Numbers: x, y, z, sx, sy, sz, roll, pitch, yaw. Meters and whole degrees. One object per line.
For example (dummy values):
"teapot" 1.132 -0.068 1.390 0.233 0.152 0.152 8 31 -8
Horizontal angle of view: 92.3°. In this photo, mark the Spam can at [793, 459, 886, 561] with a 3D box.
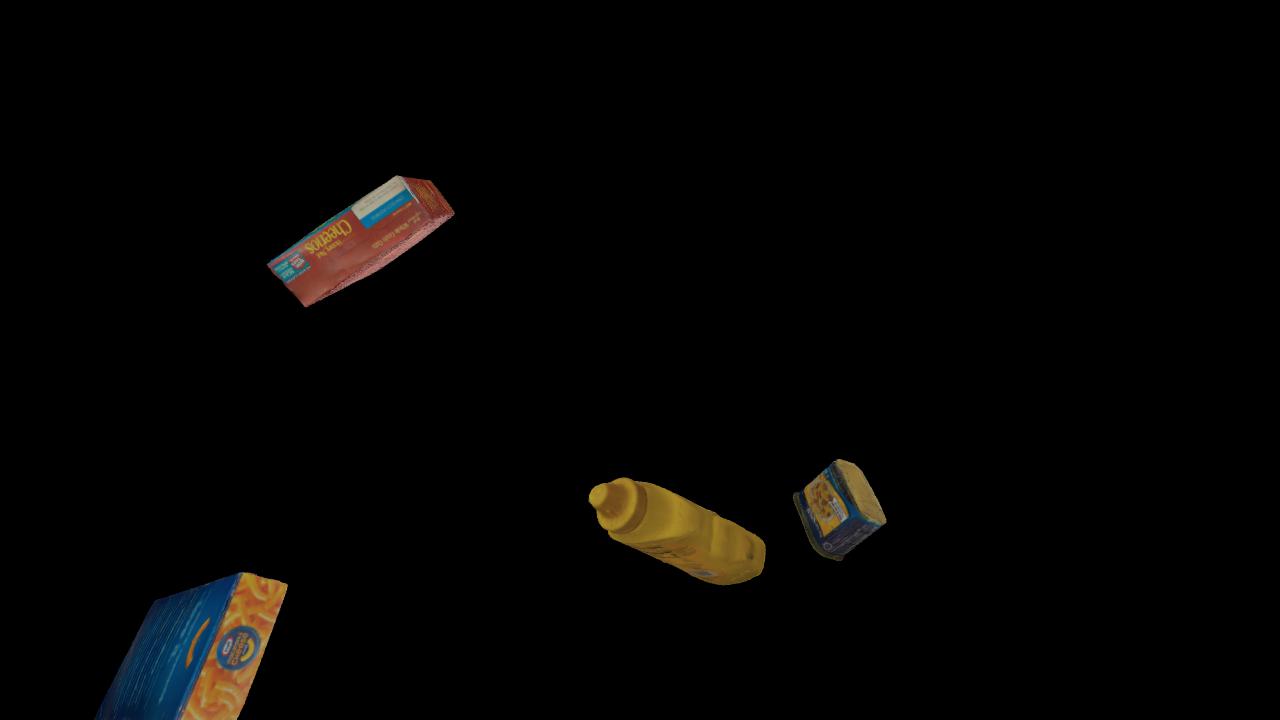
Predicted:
"Spam can" 0.257 0.192 0.797 0.058 0.085 0.101 21 33 -26

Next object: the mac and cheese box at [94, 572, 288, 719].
"mac and cheese box" -0.333 0.217 0.453 0.184 0.093 0.041 -23 -44 34

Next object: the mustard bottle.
"mustard bottle" 0.024 0.141 0.515 0.092 0.054 0.184 -4 -30 42

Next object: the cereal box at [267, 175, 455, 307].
"cereal box" -0.393 -0.187 0.916 0.203 0.081 0.306 -35 18 0
